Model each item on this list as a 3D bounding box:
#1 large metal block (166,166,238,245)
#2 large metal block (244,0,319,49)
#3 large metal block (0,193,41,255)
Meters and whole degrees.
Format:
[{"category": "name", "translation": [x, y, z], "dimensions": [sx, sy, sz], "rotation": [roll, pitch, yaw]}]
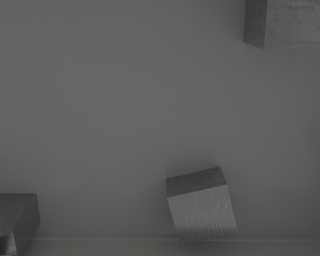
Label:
[{"category": "large metal block", "translation": [0.058, 0.109, 0.439], "dimensions": [0.080, 0.050, 0.080], "rotation": [-14, 110, 5]}, {"category": "large metal block", "translation": [0.144, -0.117, 0.340], "dimensions": [0.080, 0.080, 0.050], "rotation": [-2, 110, 0]}, {"category": "large metal block", "translation": [-0.223, 0.134, 0.429], "dimensions": [0.081, 0.080, 0.050], "rotation": [1, 110, -1]}]
